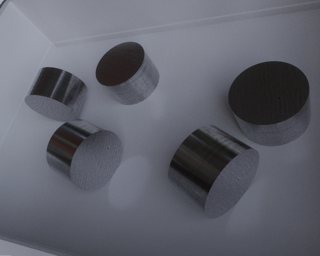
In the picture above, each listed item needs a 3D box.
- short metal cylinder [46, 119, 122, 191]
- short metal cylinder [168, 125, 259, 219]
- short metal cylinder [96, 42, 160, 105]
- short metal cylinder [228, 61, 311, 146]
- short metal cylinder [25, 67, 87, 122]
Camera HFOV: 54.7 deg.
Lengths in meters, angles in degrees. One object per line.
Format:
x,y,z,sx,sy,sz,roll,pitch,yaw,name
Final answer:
-0.096,0.033,0.399,0.050,0.080,0.080,21,73,35,short metal cylinder
0.055,0.044,0.314,0.050,0.080,0.080,35,81,38,short metal cylinder
-0.048,-0.081,0.463,0.080,0.050,0.080,-13,56,20,short metal cylinder
0.121,-0.026,0.342,0.080,0.050,0.080,-13,56,20,short metal cylinder
-0.160,-0.050,0.483,0.080,0.080,0.050,0,62,28,short metal cylinder
